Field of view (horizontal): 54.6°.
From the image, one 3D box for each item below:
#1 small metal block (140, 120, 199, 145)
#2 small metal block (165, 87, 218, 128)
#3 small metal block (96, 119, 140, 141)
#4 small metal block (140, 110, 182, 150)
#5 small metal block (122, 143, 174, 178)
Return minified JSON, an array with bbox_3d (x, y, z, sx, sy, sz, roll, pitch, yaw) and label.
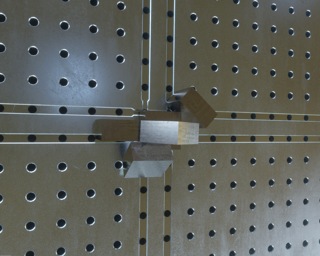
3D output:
[{"bbox_3d":[0.012,0.005,0.366,0.050,0.050,0.025,3,89,-57],"label":"small metal block"},{"bbox_3d":[0.041,-0.026,0.414,0.050,0.050,0.025,45,76,-15],"label":"small metal block"},{"bbox_3d":[-0.050,0.003,0.380,0.050,0.050,0.025,2,90,-19],"label":"small metal block"},{"bbox_3d":[0.000,0.003,0.412,0.050,0.025,0.050,2,89,-21],"label":"small metal block"},{"bbox_3d":[-0.017,0.041,0.390,0.050,0.050,0.025,1,58,-20],"label":"small metal block"}]
